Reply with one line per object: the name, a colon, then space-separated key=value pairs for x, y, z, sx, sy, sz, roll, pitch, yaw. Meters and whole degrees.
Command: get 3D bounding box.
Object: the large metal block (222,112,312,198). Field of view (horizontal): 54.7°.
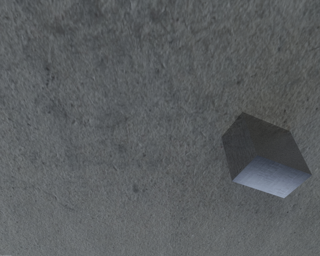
large metal block: x=0.134 y=0.035 z=0.403 sx=0.080 sy=0.080 sz=0.050 roll=20 pitch=127 yaw=-17
